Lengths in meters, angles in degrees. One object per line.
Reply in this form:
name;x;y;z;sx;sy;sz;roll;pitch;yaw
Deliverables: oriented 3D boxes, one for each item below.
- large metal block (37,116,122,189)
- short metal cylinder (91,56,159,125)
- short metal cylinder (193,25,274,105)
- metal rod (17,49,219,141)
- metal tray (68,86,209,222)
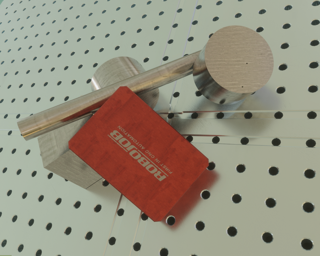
large metal block;-0.096;0.026;0.405;0.080;0.080;0.050;-34;52;5
short metal cylinder;-0.048;-0.051;0.428;0.080;0.080;0.050;-37;51;3
short metal cylinder;0.084;-0.072;0.366;0.081;0.050;0.080;2;79;-9
metal rod;-0.021;-0.056;0.383;0.302;0.025;0.025;-24;50;-14
metal tray;-0.023;0.028;0.347;0.130;0.030;0.090;42;84;-3
